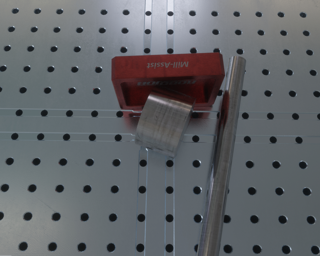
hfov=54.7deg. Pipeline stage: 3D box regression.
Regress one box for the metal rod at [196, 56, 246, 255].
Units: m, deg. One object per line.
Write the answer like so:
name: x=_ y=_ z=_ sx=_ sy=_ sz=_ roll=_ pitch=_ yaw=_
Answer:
metal rod: x=0.080 y=0.041 z=0.397 sx=0.025 sy=0.025 sz=0.299 roll=12 pitch=70 yaw=4

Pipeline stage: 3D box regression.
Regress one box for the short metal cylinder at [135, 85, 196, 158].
short metal cylinder: x=0.008 y=-0.008 z=0.385 sx=0.050 sy=0.080 sz=0.080 roll=20 pitch=71 yaw=7

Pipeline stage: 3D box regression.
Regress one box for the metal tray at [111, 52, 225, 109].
metal tray: x=0.009 y=-0.057 z=0.398 sx=0.131 sy=0.090 sz=0.030 roll=-3 pitch=70 yaw=-1
